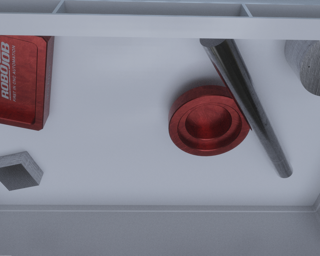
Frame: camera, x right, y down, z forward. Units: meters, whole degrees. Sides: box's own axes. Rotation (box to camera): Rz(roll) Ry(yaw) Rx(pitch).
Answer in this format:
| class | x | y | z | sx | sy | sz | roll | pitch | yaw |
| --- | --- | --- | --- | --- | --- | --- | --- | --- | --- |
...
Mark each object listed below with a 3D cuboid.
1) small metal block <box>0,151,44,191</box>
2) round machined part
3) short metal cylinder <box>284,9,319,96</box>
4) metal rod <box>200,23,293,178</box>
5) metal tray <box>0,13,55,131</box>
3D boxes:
| class | x | y | z | sx | sy | sz | roll | pitch | yaw |
| --- | --- | --- | --- | --- | --- | --- | --- | --- | --- |
| small metal block | -0.212 | 0.065 | 0.461 | 0.050 | 0.025 | 0.050 | -12 | 129 | 9 |
| round machined part | 0.059 | -0.013 | 0.388 | 0.099 | 0.042 | 0.097 | -1 | 130 | 0 |
| short metal cylinder | 0.181 | -0.080 | 0.328 | 0.081 | 0.050 | 0.079 | 0 | 130 | 0 |
| metal rod | 0.116 | -0.005 | 0.356 | 0.025 | 0.025 | 0.300 | -24 | 142 | 19 |
| metal tray | -0.173 | -0.061 | 0.351 | 0.091 | 0.030 | 0.129 | 12 | 129 | -11 |
